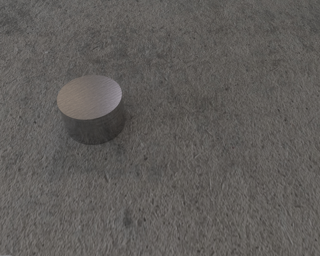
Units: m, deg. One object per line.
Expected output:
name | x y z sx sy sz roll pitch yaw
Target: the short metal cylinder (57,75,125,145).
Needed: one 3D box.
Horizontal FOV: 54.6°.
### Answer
short metal cylinder | -0.088 -0.024 0.407 0.080 0.050 0.080 0 50 0
